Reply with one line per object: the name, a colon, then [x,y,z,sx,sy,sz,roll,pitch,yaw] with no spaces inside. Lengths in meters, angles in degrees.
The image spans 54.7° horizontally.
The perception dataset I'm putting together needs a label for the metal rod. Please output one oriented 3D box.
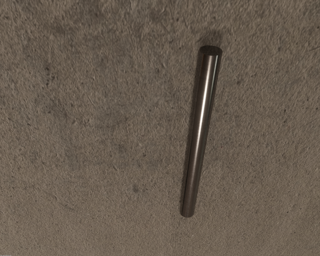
metal rod: [0.051,0.029,0.432,0.025,0.025,0.298,1,130,-2]
